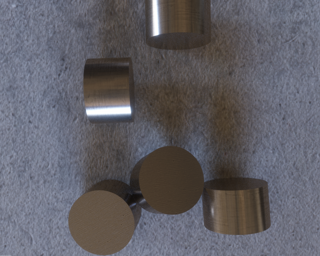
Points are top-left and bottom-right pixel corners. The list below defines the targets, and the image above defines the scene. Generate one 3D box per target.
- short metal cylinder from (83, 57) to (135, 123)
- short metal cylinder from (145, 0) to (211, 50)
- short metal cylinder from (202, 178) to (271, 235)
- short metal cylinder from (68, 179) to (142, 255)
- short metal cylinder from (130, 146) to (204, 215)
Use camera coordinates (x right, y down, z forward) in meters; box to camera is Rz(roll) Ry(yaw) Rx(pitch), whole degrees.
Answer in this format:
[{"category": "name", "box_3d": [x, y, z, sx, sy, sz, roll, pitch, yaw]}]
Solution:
[{"category": "short metal cylinder", "box_3d": [-0.060, -0.046, 0.382, 0.050, 0.080, 0.079, -2, 90, 0]}, {"category": "short metal cylinder", "box_3d": [0.022, -0.131, 0.383, 0.081, 0.080, 0.050, -1, 90, -1]}, {"category": "short metal cylinder", "box_3d": [0.093, 0.094, 0.384, 0.081, 0.080, 0.050, -4, 90, -1]}, {"category": "short metal cylinder", "box_3d": [-0.067, 0.110, 0.392, 0.080, 0.050, 0.079, 0, 95, 6]}, {"category": "short metal cylinder", "box_3d": [0.007, 0.066, 0.385, 0.081, 0.050, 0.080, 5, 75, -17]}]
